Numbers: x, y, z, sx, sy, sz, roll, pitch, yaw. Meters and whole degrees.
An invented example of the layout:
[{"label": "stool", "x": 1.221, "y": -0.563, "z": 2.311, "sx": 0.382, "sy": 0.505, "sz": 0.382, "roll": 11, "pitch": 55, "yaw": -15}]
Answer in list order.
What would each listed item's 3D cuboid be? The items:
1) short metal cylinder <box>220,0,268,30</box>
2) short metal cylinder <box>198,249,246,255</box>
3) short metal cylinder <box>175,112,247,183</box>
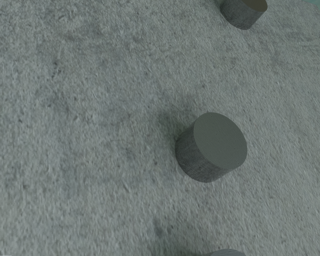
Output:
[{"label": "short metal cylinder", "x": 0.171, "y": -0.249, "z": 0.635, "sx": 0.081, "sy": 0.050, "sz": 0.080, "roll": 14, "pitch": 56, "yaw": -21}, {"label": "short metal cylinder", "x": 0.061, "y": 0.171, "z": 0.318, "sx": 0.081, "sy": 0.050, "sz": 0.080, "roll": 14, "pitch": 56, "yaw": -21}, {"label": "short metal cylinder", "x": 0.067, "y": 0.026, "z": 0.410, "sx": 0.081, "sy": 0.050, "sz": 0.080, "roll": 14, "pitch": 56, "yaw": -21}]
